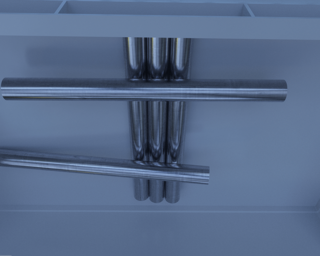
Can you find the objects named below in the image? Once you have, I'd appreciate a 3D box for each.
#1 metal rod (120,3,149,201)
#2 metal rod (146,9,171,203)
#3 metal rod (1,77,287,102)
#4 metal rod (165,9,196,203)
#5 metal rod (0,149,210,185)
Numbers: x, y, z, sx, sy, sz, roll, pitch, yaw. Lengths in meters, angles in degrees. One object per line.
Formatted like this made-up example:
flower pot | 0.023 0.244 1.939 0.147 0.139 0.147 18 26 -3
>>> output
metal rod | -0.028 -0.006 0.403 0.025 0.025 0.298 0 130 -1
metal rod | -0.004 -0.002 0.406 0.025 0.025 0.298 0 130 -1
metal rod | -0.016 -0.042 0.339 0.302 0.025 0.025 0 130 -1
metal rod | 0.022 -0.001 0.406 0.025 0.025 0.298 0 130 -1
metal rod | -0.085 0.053 0.428 0.302 0.025 0.025 4 130 5
